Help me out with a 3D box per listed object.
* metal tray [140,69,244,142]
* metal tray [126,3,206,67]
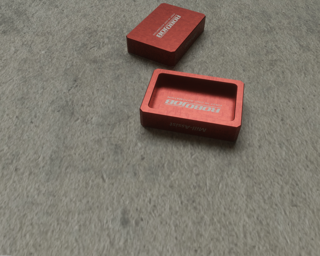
[{"bbox_3d":[0.046,-0.035,0.429,0.131,0.030,0.090,10,51,8],"label":"metal tray"},{"bbox_3d":[0.013,-0.166,0.540,0.090,0.030,0.130,23,53,17],"label":"metal tray"}]
